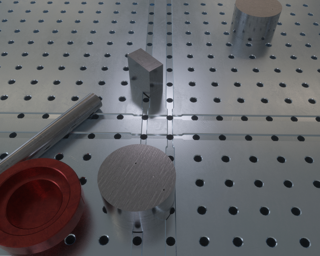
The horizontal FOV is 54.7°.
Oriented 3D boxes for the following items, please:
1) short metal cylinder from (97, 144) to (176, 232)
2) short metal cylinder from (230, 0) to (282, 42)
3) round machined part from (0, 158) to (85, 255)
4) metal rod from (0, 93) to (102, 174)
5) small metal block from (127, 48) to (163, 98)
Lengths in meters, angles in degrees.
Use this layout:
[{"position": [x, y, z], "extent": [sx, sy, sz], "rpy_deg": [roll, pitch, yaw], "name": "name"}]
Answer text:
[{"position": [-0.024, 0.064, 0.337], "extent": [0.081, 0.050, 0.080], "rpy_deg": [0, 50, 0], "name": "short metal cylinder"}, {"position": [0.172, -0.199, 0.560], "extent": [0.081, 0.050, 0.080], "rpy_deg": [0, 50, 0], "name": "short metal cylinder"}, {"position": [-0.129, 0.083, 0.326], "extent": [0.099, 0.042, 0.098], "rpy_deg": [0, 50, 0], "name": "round machined part"}, {"position": [-0.183, 0.051, 0.362], "extent": [0.025, 0.025, 0.301], "rpy_deg": [31, 56, 23], "name": "metal rod"}, {"position": [-0.021, -0.082, 0.460], "extent": [0.025, 0.050, 0.050], "rpy_deg": [-34, 58, -25], "name": "small metal block"}]
